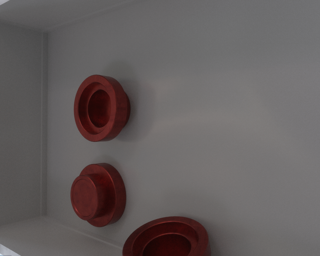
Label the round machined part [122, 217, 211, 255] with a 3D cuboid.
[{"bbox_3d":[0.010,0.148,0.356,0.098,0.099,0.042,3,112,40],"label":"round machined part"}]

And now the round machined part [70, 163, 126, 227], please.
[{"bbox_3d":[-0.101,0.104,0.480,0.098,0.042,0.097,0,90,40],"label":"round machined part"}]

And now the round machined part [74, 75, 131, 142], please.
[{"bbox_3d":[-0.083,-0.029,0.464,0.098,0.042,0.097,0,90,40],"label":"round machined part"}]
